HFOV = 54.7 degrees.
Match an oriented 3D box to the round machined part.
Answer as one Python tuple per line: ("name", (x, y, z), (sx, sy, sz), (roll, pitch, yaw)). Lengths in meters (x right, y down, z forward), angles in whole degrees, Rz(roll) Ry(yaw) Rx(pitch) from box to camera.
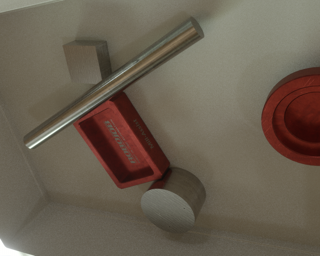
("round machined part", (0.155, -0.014, 0.307), (0.098, 0.042, 0.097), (13, 124, 20))

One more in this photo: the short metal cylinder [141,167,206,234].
("short metal cylinder", (0.020, 0.103, 0.445), (0.080, 0.050, 0.079), (13, 124, 20))

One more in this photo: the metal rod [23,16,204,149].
("metal rod", (-0.077, -0.042, 0.391), (0.299, 0.025, 0.025), (-28, 103, 29))

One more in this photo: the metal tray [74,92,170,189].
("metal tray", (-0.056, 0.022, 0.446), (0.090, 0.030, 0.130), (-22, 107, 36))

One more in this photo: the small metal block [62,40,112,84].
("small metal block", (-0.093, -0.086, 0.403), (0.050, 0.025, 0.050), (8, 122, 23))
